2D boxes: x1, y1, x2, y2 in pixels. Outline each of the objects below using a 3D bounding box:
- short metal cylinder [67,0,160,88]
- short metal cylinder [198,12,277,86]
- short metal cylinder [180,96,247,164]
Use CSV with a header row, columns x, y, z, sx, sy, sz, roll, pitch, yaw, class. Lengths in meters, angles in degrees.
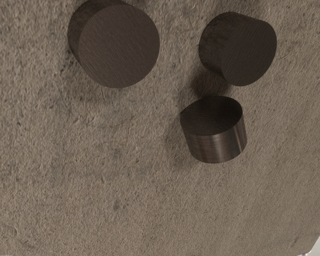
x,y,z,sx,sy,sz,roll,pitch,yaw,class
-0.047,-0.087,0.312,0.081,0.050,0.079,-14,125,-21,short metal cylinder
0.095,-0.098,0.384,0.081,0.050,0.079,-14,125,-21,short metal cylinder
0.072,0.001,0.413,0.080,0.080,0.050,-29,129,-10,short metal cylinder
